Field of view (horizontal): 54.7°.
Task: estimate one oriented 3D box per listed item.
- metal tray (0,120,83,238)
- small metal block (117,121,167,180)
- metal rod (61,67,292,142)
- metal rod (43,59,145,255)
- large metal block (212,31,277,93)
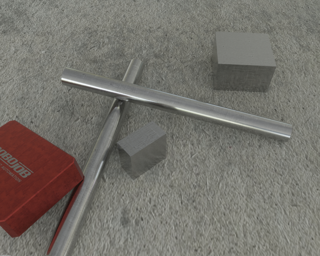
[{"bbox_3d":[-0.161,0.047,0.341,0.130,0.030,0.090,24,53,33],"label":"metal tray"},{"bbox_3d":[-0.020,0.027,0.364,0.050,0.050,0.025,-33,58,-25],"label":"small metal block"},{"bbox_3d":[0.020,-0.031,0.407,0.302,0.025,0.025,15,51,3],"label":"metal rod"},{"bbox_3d":[-0.068,0.014,0.390,0.025,0.025,0.300,10,51,8],"label":"metal rod"},{"bbox_3d":[0.124,-0.102,0.474,0.080,0.050,0.080,3,50,2],"label":"large metal block"}]
